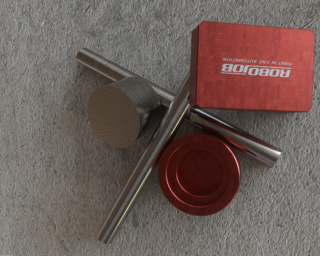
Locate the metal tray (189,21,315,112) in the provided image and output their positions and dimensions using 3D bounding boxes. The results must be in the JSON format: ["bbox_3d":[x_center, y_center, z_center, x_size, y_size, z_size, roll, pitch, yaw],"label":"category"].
[{"bbox_3d":[0.101,-0.064,0.342,0.131,0.030,0.089,2,91,-8],"label":"metal tray"}]

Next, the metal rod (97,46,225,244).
[{"bbox_3d":[-0.007,0.030,0.394,0.025,0.025,0.298,35,108,16],"label":"metal rod"}]

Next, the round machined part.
[{"bbox_3d":[0.051,0.055,0.383,0.098,0.042,0.097,0,90,20],"label":"round machined part"}]

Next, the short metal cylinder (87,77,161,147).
[{"bbox_3d":[-0.046,-0.022,0.399,0.080,0.050,0.079,13,116,27],"label":"short metal cylinder"}]

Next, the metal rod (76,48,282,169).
[{"bbox_3d":[0.012,-0.034,0.407,0.300,0.025,0.025,30,100,17],"label":"metal rod"}]
